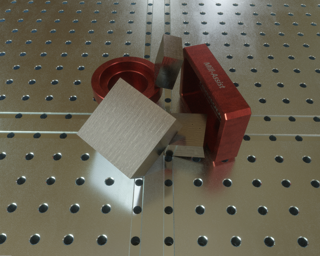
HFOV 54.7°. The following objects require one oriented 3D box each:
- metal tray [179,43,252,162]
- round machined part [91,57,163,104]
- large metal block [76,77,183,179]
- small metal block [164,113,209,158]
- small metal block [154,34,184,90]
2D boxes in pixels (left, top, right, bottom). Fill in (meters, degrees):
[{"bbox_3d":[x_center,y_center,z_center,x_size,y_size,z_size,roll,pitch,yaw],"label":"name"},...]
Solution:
[{"bbox_3d":[0.063,-0.034,0.394,0.030,0.089,0.130,-14,52,-12],"label":"metal tray"},{"bbox_3d":[-0.045,-0.055,0.442,0.099,0.042,0.098,0,50,0],"label":"round machined part"},{"bbox_3d":[-0.033,0.002,0.360,0.080,0.050,0.080,38,90,14],"label":"large metal block"},{"bbox_3d":[0.034,0.009,0.394,0.050,0.025,0.050,2,54,16],"label":"small metal block"},{"bbox_3d":[0.011,-0.088,0.412,0.025,0.050,0.050,9,48,-11],"label":"small metal block"}]
